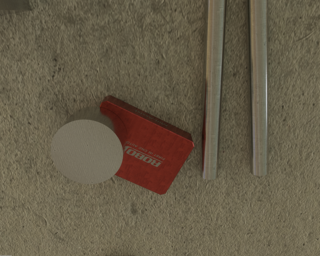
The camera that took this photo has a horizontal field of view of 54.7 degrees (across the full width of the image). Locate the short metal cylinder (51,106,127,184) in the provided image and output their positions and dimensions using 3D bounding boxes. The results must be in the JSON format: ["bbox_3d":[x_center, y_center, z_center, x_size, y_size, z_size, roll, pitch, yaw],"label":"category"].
[{"bbox_3d":[-0.082,0.019,0.370,0.081,0.050,0.079,0,110,-1],"label":"short metal cylinder"}]

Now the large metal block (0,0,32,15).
[{"bbox_3d":[-0.184,-0.160,0.319,0.050,0.080,0.079,-8,110,3],"label":"large metal block"}]

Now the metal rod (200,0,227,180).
[{"bbox_3d":[0.066,-0.073,0.383,0.025,0.025,0.298,-1,110,0],"label":"metal rod"}]

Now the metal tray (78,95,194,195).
[{"bbox_3d":[-0.032,0.025,0.416,0.131,0.030,0.089,26,108,-10],"label":"metal tray"}]

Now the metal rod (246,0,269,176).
[{"bbox_3d":[0.121,-0.078,0.382,0.025,0.025,0.298,-7,110,2],"label":"metal rod"}]
